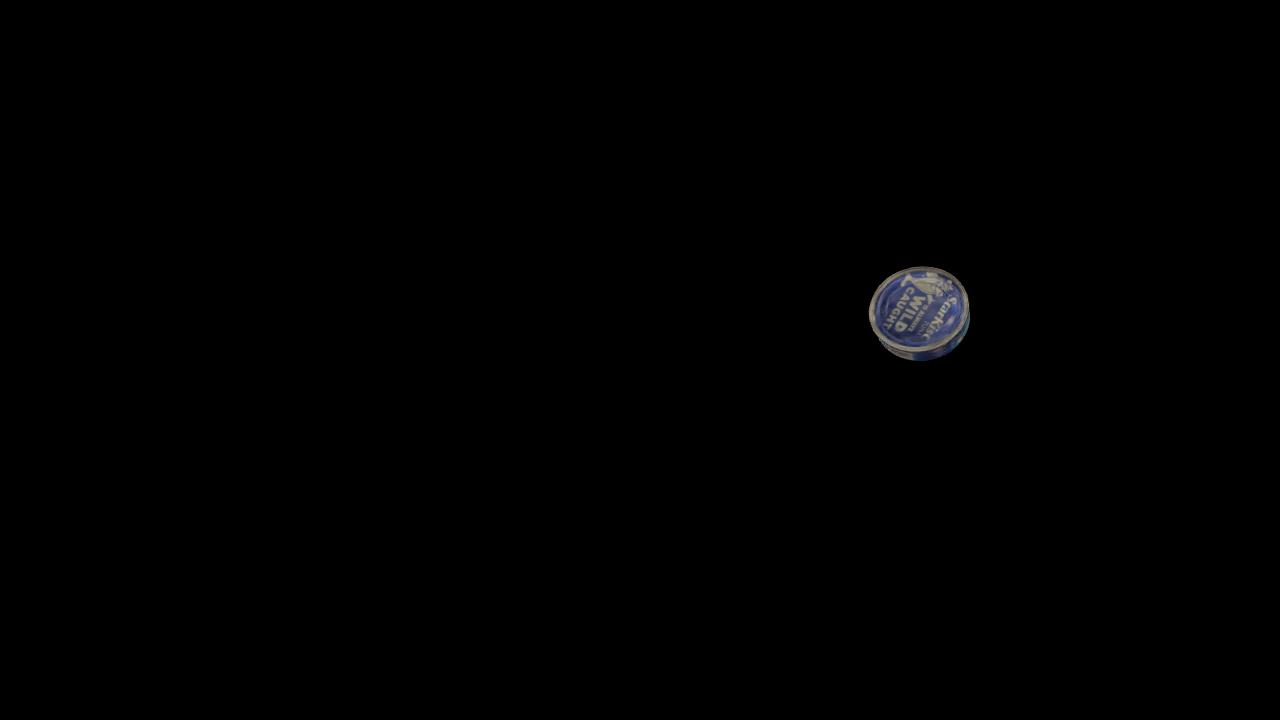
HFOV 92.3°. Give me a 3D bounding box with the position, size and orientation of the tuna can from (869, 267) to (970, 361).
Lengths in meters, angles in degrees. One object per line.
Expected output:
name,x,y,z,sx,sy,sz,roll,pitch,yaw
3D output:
tuna can,0.260,-0.042,0.572,0.084,0.084,0.034,0,-19,31
